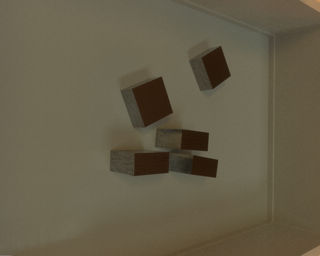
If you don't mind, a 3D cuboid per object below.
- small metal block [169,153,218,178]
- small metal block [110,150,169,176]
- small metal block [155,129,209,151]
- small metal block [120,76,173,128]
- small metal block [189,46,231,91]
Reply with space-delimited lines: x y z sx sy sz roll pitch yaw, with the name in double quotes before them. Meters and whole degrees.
"small metal block" 0.044 0.051 0.430 0.050 0.050 0.025 14 81 -40
"small metal block" -0.025 0.040 0.371 0.050 0.050 0.025 2 89 -40
"small metal block" 0.029 0.016 0.417 0.050 0.050 0.025 7 86 -40
"small metal block" -0.016 -0.033 0.395 0.050 0.025 0.050 -29 109 -36
"small metal block" 0.077 -0.091 0.474 0.050 0.025 0.050 -37 113 -34
